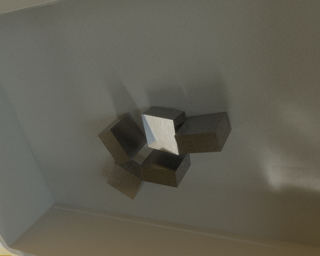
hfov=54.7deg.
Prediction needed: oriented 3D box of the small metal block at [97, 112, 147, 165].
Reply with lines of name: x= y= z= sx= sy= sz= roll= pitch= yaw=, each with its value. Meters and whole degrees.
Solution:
small metal block: x=-0.050 y=0.014 z=0.428 sx=0.025 sy=0.050 sz=0.050 roll=-22 pitch=107 yaw=36

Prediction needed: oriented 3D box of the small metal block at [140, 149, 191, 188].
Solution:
small metal block: x=0.008 y=0.051 z=0.420 sx=0.050 sy=0.050 sz=0.025 roll=6 pitch=121 yaw=25

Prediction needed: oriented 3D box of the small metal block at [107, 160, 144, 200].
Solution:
small metal block: x=-0.050 y=0.076 z=0.482 sx=0.050 sy=0.025 sz=0.050 roll=31 pitch=128 yaw=8

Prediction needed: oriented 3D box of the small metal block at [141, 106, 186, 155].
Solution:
small metal block: x=0.007 y=0.002 z=0.400 sx=0.050 sy=0.025 sz=0.050 roll=12 pitch=125 yaw=37

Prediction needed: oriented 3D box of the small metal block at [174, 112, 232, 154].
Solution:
small metal block: x=0.052 y=0.006 z=0.368 sx=0.050 sy=0.050 sz=0.025 roll=-6 pitch=115 yaw=31
